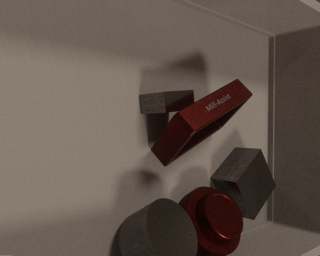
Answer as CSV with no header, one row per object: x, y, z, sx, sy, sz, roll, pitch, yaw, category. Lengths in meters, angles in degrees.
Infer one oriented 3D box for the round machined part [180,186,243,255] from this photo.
0.077,0.127,0.434,0.099,0.042,0.098,22,46,-25,round machined part

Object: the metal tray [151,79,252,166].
0.056,-0.008,0.413,0.131,0.089,0.030,-30,73,-36,metal tray

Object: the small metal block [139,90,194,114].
0.009,-0.034,0.400,0.050,0.050,0.025,-9,96,-40,small metal block

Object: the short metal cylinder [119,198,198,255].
-0.001,0.131,0.368,0.080,0.050,0.080,32,38,-28,short metal cylinder

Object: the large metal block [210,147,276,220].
0.139,0.089,0.510,0.080,0.050,0.080,-43,116,-32,large metal block
